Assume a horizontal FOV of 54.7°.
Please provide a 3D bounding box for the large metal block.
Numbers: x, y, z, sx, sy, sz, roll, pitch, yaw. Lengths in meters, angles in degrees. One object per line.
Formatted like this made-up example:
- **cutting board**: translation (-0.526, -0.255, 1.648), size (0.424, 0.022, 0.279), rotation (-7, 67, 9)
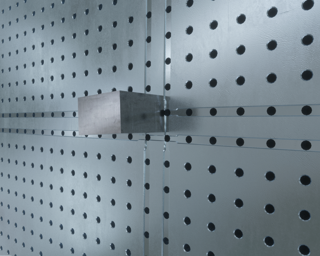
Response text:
- **large metal block**: translation (-0.051, -0.017, 0.414), size (0.080, 0.081, 0.050), rotation (-3, 88, 39)
